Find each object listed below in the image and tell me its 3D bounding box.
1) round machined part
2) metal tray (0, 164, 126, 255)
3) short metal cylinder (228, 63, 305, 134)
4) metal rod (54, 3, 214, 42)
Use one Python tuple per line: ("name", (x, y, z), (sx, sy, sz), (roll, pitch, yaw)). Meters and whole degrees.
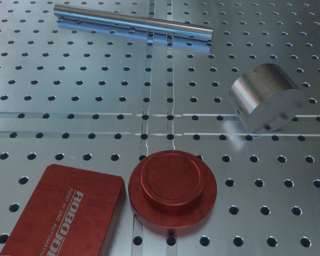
("round machined part", (0.014, 0.063, 0.343), (0.099, 0.042, 0.098), (0, 50, 0))
("metal tray", (-0.096, 0.104, 0.316), (0.090, 0.030, 0.130), (10, 51, 8))
("short metal cylinder", (0.137, -0.037, 0.404), (0.081, 0.080, 0.050), (-14, 52, -12))
("metal rod", (-0.053, -0.195, 0.571), (0.301, 0.025, 0.025), (12, 51, 10))
